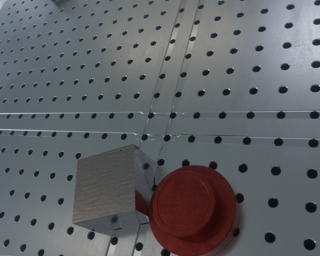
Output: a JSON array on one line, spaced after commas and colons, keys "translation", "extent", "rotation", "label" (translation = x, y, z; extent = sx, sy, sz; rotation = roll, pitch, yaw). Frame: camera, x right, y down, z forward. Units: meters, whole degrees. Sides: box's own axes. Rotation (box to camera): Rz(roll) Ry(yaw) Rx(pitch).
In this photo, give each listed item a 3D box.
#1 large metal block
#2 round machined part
[{"translation": [-0.054, 0.074, 0.375], "extent": [0.080, 0.050, 0.080], "rotation": [-17, 55, 18], "label": "large metal block"}, {"translation": [0.031, 0.085, 0.329], "extent": [0.098, 0.042, 0.098], "rotation": [-13, 56, 21], "label": "round machined part"}]
